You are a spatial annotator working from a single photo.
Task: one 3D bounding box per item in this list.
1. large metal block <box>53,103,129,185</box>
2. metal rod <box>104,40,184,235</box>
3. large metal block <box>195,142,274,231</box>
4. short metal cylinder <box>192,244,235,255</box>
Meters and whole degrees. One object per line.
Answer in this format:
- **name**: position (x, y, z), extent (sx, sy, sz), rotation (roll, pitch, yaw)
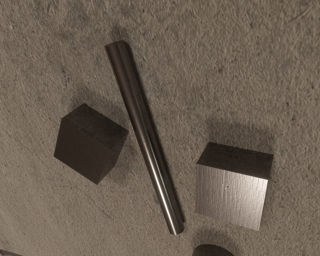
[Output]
- **large metal block**: position (-0.103, 0.024, 0.457), extent (0.080, 0.050, 0.079), rotation (32, 128, 7)
- **metal rod**: position (-0.014, 0.029, 0.430), extent (0.025, 0.025, 0.298), rotation (-3, 117, 29)
- **large metal block**: position (0.091, 0.071, 0.386), extent (0.080, 0.050, 0.079), rotation (11, 123, 22)
- **short metal cylinder**: position (0.083, 0.232, 0.490), extent (0.080, 0.050, 0.079), rotation (13, 124, 20)
